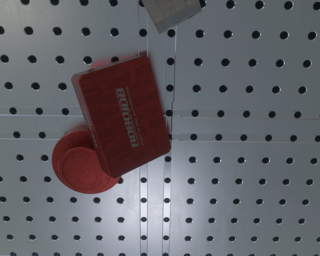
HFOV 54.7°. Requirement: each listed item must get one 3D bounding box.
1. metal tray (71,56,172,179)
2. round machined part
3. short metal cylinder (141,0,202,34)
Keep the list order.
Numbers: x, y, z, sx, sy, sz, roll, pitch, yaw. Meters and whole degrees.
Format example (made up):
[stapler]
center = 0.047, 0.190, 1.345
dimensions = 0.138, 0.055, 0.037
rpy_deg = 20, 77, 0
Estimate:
[metal tray]
center = -0.043, -0.015, 0.382
dimensions = 0.091, 0.030, 0.129
rpy_deg = -24, 112, -25
[round machined part]
center = -0.098, 0.049, 0.421
dimensions = 0.099, 0.042, 0.097
rpy_deg = 0, 110, 0
[short metal cylinder]
center = 0.003, -0.148, 0.329
dimensions = 0.050, 0.080, 0.080
rpy_deg = -27, 108, 9
